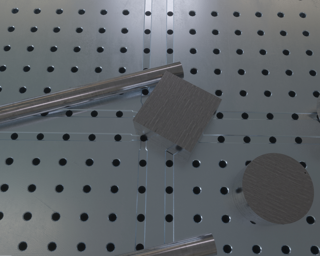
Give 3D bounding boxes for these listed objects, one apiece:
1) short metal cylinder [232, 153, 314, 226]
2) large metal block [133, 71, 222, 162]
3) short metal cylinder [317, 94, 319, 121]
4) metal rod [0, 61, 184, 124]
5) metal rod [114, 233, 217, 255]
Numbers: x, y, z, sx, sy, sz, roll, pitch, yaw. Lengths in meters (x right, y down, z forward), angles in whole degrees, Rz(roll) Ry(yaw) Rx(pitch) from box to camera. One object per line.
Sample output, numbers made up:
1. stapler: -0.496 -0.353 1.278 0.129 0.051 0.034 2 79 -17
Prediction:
1. short metal cylinder: 0.133 0.075 0.372 0.081 0.050 0.080 0 70 0
2. large metal block: 0.022 -0.014 0.404 0.080 0.050 0.080 29 73 10
3. short metal cylinder: 0.249 -0.022 0.392 0.050 0.080 0.080 -23 72 -8
4. metal rod: -0.115 -0.045 0.427 0.302 0.025 0.025 -15 71 -6
5. metal rod: -0.085 0.166 0.350 0.302 0.025 0.025 -12 71 -5
